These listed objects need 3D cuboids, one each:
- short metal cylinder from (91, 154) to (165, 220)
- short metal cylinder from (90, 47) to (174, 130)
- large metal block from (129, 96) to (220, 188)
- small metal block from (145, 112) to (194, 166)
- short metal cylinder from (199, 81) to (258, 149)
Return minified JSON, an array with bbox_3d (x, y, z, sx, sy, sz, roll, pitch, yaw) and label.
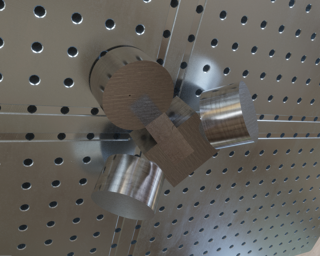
[{"bbox_3d":[-0.039,0.075,0.389,0.080,0.050,0.080,12,145,9],"label":"short metal cylinder"},{"bbox_3d":[-0.032,-0.045,0.346,0.081,0.050,0.079,-14,124,-21],"label":"short metal cylinder"},{"bbox_3d":[0.020,0.019,0.410,0.080,0.050,0.080,-39,130,-2],"label":"large metal block"},{"bbox_3d":[0.010,0.013,0.340,0.025,0.050,0.050,-37,86,-1],"label":"small metal block"},{"bbox_3d":[0.091,-0.016,0.402,0.050,0.080,0.080,-13,136,28],"label":"short metal cylinder"}]
